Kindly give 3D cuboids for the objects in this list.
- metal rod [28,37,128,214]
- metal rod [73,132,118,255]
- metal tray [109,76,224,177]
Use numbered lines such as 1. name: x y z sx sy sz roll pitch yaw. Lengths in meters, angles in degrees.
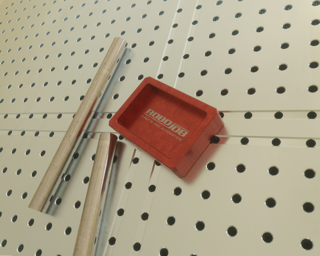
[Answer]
1. metal rod: -0.118 -0.017 0.478 0.025 0.025 0.300 8 65 31
2. metal rod: -0.088 0.143 0.365 0.025 0.025 0.299 -7 58 24
3. metal tray: 0.004 -0.007 0.405 0.130 0.030 0.090 32 79 37
